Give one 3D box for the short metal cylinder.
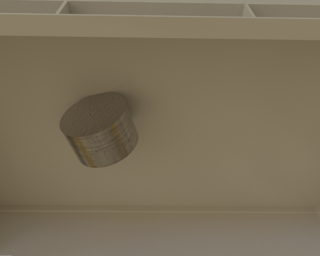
[{"bbox_3d":[-0.072,0.001,0.373,0.080,0.080,0.050,-10,129,9],"label":"short metal cylinder"}]
